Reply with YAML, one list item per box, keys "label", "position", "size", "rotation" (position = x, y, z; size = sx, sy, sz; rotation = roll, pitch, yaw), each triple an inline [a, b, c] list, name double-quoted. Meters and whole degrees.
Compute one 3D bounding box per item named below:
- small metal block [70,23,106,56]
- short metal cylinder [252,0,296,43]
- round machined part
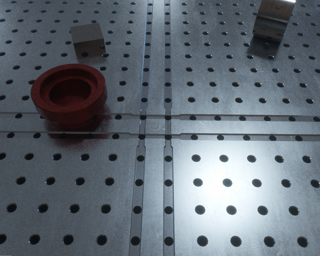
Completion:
- label: "small metal block"
  position: [-0.125, -0.154, 0.536]
  size: [0.050, 0.025, 0.050]
  rotation: [-13, 51, -11]
- label: "short metal cylinder"
  position: [0.199, -0.194, 0.538]
  size: [0.050, 0.080, 0.080]
  rotation: [20, 53, 16]
- label: "round machined part"
  position: [-0.123, -0.043, 0.431]
  size: [0.099, 0.042, 0.098]
  rotation: [0, 50, 0]
